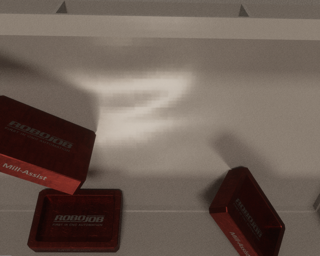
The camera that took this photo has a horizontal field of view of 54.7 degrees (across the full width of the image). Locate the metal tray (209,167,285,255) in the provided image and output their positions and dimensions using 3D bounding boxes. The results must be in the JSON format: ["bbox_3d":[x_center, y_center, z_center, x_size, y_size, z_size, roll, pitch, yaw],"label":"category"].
[{"bbox_3d":[0.132,0.135,0.455,0.030,0.090,0.130,-21,111,44],"label":"metal tray"}]

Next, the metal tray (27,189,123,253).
[{"bbox_3d":[-0.127,0.144,0.484,0.131,0.090,0.030,1,146,-1],"label":"metal tray"}]

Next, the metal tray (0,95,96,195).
[{"bbox_3d":[-0.151,0.020,0.381,0.131,0.090,0.030,24,126,-19],"label":"metal tray"}]
